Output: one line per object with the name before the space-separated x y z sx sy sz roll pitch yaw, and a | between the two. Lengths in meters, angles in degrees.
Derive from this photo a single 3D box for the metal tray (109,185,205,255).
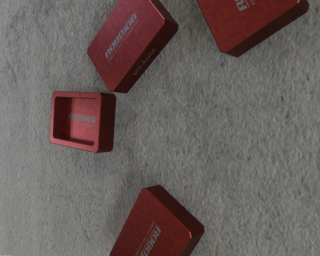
metal tray | -0.009 0.153 0.407 0.090 0.030 0.129 38 113 33

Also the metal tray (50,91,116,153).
metal tray | -0.129 -0.013 0.504 0.130 0.030 0.089 7 94 39

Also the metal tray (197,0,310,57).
metal tray | 0.085 -0.154 0.331 0.090 0.030 0.130 -32 71 35

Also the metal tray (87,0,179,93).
metal tray | -0.044 -0.123 0.436 0.129 0.030 0.090 -46 63 30
